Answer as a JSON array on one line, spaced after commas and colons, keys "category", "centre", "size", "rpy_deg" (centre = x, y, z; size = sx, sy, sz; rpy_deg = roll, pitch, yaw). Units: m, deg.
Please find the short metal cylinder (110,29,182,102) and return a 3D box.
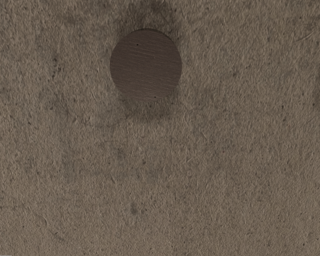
[{"category": "short metal cylinder", "centre": [-0.016, -0.076, 0.368], "size": [0.081, 0.050, 0.079], "rpy_deg": [0, 110, -1]}]
